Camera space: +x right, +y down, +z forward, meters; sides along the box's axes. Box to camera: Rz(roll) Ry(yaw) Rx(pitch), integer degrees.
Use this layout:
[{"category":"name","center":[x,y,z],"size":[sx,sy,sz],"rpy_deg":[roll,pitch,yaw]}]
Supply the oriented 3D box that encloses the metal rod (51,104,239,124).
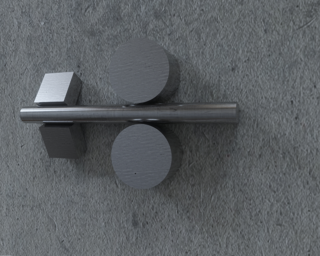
[{"category":"metal rod","center":[-0.046,-0.018,0.426],"size":[0.301,0.025,0.025],"rpy_deg":[0,90,19]}]

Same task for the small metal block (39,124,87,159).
[{"category":"small metal block","center":[-0.139,0.016,0.449],"size":[0.050,0.025,0.050],"rpy_deg":[1,117,19]}]

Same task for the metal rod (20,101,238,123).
[{"category":"metal rod","center":[-0.054,-0.019,0.403],"size":[0.301,0.025,0.025],"rpy_deg":[0,90,20]}]

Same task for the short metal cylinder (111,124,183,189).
[{"category":"short metal cylinder","center":[-0.015,0.035,0.402],"size":[0.080,0.050,0.079],"rpy_deg":[0,90,20]}]

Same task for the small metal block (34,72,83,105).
[{"category":"small metal block","center":[-0.147,-0.053,0.452],"size":[0.050,0.025,0.050],"rpy_deg":[0,63,20]}]

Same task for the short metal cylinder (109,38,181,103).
[{"category":"short metal cylinder","center":[-0.018,-0.071,0.403],"size":[0.080,0.050,0.079],"rpy_deg":[0,90,20]}]
